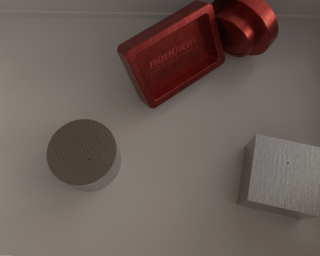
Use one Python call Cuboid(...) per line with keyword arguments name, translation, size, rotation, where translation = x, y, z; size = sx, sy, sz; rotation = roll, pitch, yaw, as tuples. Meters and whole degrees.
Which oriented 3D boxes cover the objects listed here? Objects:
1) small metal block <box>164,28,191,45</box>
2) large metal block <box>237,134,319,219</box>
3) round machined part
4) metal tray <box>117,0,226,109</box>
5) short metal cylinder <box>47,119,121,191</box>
Cuboid(name="small metal block", translation=(0.020, -0.129, 0.444), size=(0.050, 0.050, 0.025), rotation=(-34, 74, -12))
Cuboid(name="large metal block", translation=(0.145, 0.060, 0.376), size=(0.080, 0.050, 0.080), rotation=(12, 70, 4))
Cuboid(name="round machined part", translation=(0.106, -0.135, 0.422), size=(0.098, 0.098, 0.042), rotation=(39, 78, 12))
Cuboid(name="metal tray", translation=(0.020, -0.096, 0.410), size=(0.131, 0.090, 0.030), rotation=(-34, 39, -12))
Cuboid(name="short metal cylinder", translation=(-0.091, 0.035, 0.382), size=(0.081, 0.050, 0.080), rotation=(0, 70, 0))
